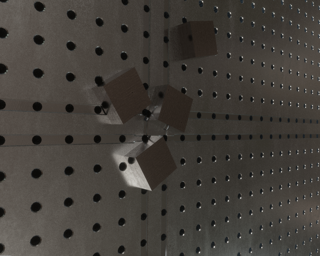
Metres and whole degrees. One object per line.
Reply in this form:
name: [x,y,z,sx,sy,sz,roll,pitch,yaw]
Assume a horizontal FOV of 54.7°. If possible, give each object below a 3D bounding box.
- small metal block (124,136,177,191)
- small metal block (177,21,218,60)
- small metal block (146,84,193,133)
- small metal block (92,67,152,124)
small metal block: [-0.011,0.045,0.402,0.050,0.025,0.050,-37,113,-34]
small metal block: [0.057,-0.130,0.459,0.050,0.025,0.050,-17,101,-39]
small metal block: [0.014,-0.025,0.423,0.050,0.025,0.050,25,74,-38]
small metal block: [-0.044,-0.039,0.373,0.050,0.025,0.050,-39,114,-33]
